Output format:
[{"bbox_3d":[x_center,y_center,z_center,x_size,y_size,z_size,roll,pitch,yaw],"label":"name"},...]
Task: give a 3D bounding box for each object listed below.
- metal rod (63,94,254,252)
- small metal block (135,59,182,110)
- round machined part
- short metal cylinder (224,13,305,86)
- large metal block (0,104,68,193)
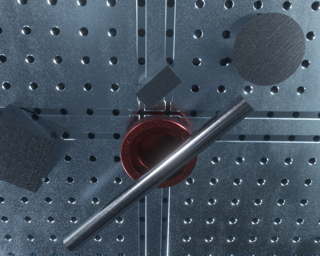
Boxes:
[{"bbox_3d":[-0.011,0.064,0.392,0.300,0.025,0.025,-40,106,13],"label":"metal rod"},{"bbox_3d":[-0.002,-0.055,0.380,0.050,0.050,0.025,-40,106,13],"label":"small metal block"},{"bbox_3d":[-0.001,0.028,0.415,0.099,0.042,0.097,0,110,-1],"label":"round machined part"},{"bbox_3d":[0.121,-0.095,0.367,0.081,0.050,0.079,0,110,-1],"label":"short metal cylinder"},{"bbox_3d":[-0.180,0.026,0.407,0.080,0.050,0.080,24,108,-9],"label":"large metal block"}]
